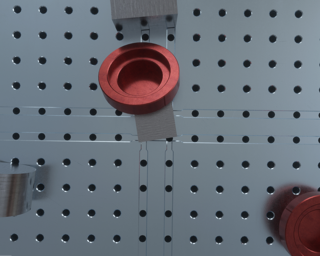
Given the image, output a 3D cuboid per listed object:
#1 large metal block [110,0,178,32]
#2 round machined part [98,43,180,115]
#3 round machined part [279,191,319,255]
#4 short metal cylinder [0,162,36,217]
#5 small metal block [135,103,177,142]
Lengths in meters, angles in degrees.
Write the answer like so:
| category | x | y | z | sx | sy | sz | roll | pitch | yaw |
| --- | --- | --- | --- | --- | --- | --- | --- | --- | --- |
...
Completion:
| category | x | y | z | sx | sy | sz | roll | pitch | yaw |
| --- | --- | --- | --- | --- | --- | --- | --- | --- | --- |
| large metal block | -0.022 | -0.175 | 0.400 | 0.080 | 0.050 | 0.080 | -5 | 90 | 0 |
| round machined part | -0.024 | -0.058 | 0.391 | 0.099 | 0.042 | 0.098 | -2 | 61 | 4 |
| round machined part | 0.205 | 0.132 | 0.406 | 0.099 | 0.042 | 0.097 | 0 | 90 | 0 |
| short metal cylinder | -0.200 | 0.074 | 0.384 | 0.080 | 0.080 | 0.050 | 7 | 90 | 0 |
| small metal block | -0.006 | -0.010 | 0.413 | 0.050 | 0.025 | 0.050 | -9 | 90 | 0 |
